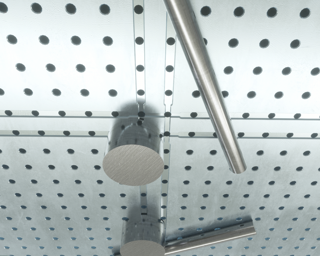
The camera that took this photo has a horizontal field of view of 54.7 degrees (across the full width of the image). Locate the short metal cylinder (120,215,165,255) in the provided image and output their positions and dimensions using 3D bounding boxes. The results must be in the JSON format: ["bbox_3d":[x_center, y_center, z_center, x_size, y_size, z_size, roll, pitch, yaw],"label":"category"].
[{"bbox_3d":[-0.031,0.204,0.569,0.081,0.050,0.079,0,130,0],"label":"short metal cylinder"}]

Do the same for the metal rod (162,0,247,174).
[{"bbox_3d":[0.060,-0.046,0.373,0.025,0.025,0.299,-18,128,14],"label":"metal rod"}]

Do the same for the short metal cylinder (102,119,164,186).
[{"bbox_3d":[-0.035,0.034,0.424,0.081,0.050,0.079,0,130,0],"label":"short metal cylinder"}]

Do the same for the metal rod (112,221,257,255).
[{"bbox_3d":[0.038,0.233,0.610,0.301,0.025,0.025,-20,128,15],"label":"metal rod"}]
